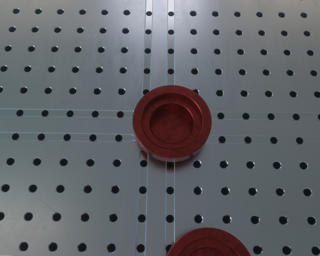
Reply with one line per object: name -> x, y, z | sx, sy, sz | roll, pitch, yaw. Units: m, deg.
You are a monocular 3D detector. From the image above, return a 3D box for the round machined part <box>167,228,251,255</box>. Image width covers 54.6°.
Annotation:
round machined part -> 0.053, 0.162, 0.344 | 0.099, 0.042, 0.098 | 0, 70, 0

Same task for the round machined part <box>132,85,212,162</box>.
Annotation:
round machined part -> 0.015, -0.003, 0.404 | 0.099, 0.042, 0.098 | 0, 70, 0
